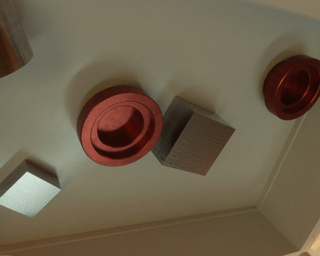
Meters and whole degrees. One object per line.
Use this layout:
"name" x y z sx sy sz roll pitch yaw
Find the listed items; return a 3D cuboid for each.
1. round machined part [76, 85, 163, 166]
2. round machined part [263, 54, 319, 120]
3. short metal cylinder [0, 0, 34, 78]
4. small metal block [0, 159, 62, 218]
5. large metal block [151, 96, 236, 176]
"round machined part" -0.050 -0.006 0.368 0.099 0.042 0.097 -14 125 -21
"round machined part" 0.197 -0.064 0.469 0.099 0.042 0.097 -14 125 -21
"short metal cylinder" -0.151 -0.072 0.246 0.081 0.080 0.050 -21 127 -16
"small metal block" -0.157 0.073 0.369 0.050 0.025 0.050 -44 130 2
"large metal block" 0.042 0.013 0.425 0.080 0.050 0.080 19 108 -36
